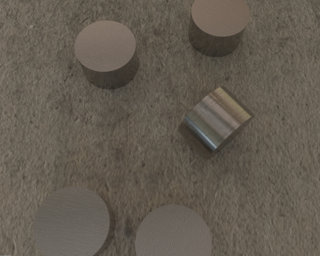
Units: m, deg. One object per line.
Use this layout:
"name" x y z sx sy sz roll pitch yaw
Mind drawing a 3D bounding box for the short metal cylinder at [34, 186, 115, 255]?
"short metal cylinder" -0.094 0.110 0.353 0.081 0.050 0.080 0 70 0

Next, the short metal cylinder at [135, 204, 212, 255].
"short metal cylinder" 0.014 0.129 0.348 0.081 0.050 0.080 0 70 0

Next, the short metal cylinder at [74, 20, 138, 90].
"short metal cylinder" -0.072 -0.101 0.431 0.081 0.050 0.080 0 70 0

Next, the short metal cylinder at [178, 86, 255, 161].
"short metal cylinder" 0.069 -0.005 0.382 0.080 0.080 0.050 -39 75 -13

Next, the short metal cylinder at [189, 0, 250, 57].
"short metal cylinder" 0.084 -0.151 0.451 0.081 0.050 0.080 0 70 0
